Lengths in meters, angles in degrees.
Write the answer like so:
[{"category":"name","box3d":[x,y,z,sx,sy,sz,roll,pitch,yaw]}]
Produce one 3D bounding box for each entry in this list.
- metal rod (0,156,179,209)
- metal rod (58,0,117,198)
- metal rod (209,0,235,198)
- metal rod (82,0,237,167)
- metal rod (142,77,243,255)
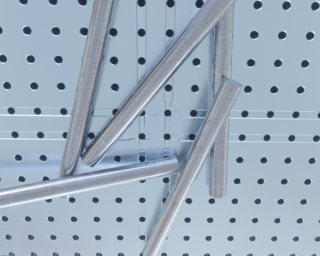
[{"category":"metal rod","box3d":[-0.124,0.077,0.413,0.302,0.025,0.025,-10,110,-8]},{"category":"metal rod","box3d":[-0.096,-0.041,0.397,0.025,0.025,0.298,15,109,-6]},{"category":"metal rod","box3d":[0.078,-0.045,0.398,0.025,0.025,0.298,-2,110,0]},{"category":"metal rod","box3d":[-0.004,-0.059,0.376,0.025,0.025,0.299,37,111,-13]},{"category":"metal rod","box3d":[0.035,0.072,0.425,0.025,0.025,0.298,19,115,-7]}]
